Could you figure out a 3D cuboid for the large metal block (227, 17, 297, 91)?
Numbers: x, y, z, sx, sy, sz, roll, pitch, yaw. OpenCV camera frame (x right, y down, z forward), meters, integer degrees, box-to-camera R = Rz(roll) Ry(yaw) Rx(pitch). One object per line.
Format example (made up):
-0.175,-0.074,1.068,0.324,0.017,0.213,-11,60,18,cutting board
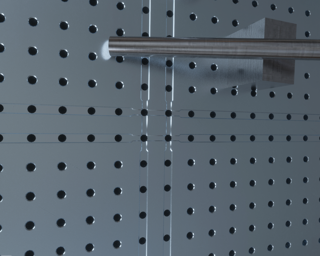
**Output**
0.140,-0.098,0.435,0.050,0.080,0.080,3,89,-20,large metal block

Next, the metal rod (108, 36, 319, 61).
0.088,-0.097,0.379,0.302,0.025,0.025,2,89,5,metal rod
